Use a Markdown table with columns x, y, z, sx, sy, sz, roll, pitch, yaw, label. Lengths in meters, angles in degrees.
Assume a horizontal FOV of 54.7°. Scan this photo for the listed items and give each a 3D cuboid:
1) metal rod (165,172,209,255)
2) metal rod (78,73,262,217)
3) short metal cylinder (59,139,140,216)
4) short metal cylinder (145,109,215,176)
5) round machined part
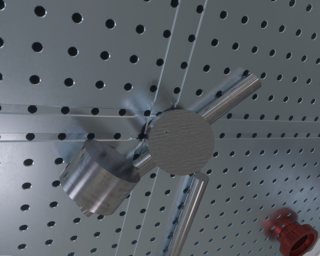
| x | y | z | sx | sy | sz | roll | pitch | yaw | label |
| --- | --- | --- | --- | --- | --- | --- | --- | --- | --- |
| 0.030 | 0.209 | 0.556 | 0.025 | 0.025 | 0.298 | 1 | 118 | -29 | metal rod |
| 0.016 | 0.022 | 0.433 | 0.301 | 0.025 | 0.025 | -37 | 129 | -4 | metal rod |
| -0.071 | 0.058 | 0.373 | 0.080 | 0.080 | 0.050 | 31 | 101 | -38 | short metal cylinder |
| 0.023 | 0.016 | 0.395 | 0.081 | 0.050 | 0.079 | 0 | 93 | -7 | short metal cylinder |
| 0.324 | 0.266 | 0.742 | 0.099 | 0.042 | 0.097 | -14 | 124 | -21 | round machined part |
